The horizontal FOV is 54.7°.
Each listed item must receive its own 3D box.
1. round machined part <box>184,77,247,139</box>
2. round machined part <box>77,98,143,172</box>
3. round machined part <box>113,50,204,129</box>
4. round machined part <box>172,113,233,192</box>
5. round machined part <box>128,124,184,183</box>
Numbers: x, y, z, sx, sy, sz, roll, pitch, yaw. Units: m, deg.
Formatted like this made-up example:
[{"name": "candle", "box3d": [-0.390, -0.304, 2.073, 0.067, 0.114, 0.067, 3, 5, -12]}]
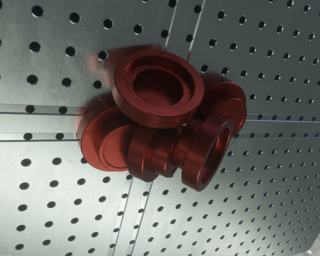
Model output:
[{"name": "round machined part", "box3d": [0.082, -0.019, 0.435, 0.099, 0.042, 0.097, -14, 125, -21]}, {"name": "round machined part", "box3d": [-0.049, 0.015, 0.384, 0.099, 0.042, 0.097, -14, 125, -21]}, {"name": "round machined part", "box3d": [-0.004, -0.039, 0.346, 0.099, 0.098, 0.042, -12, 149, -22]}, {"name": "round machined part", "box3d": [0.050, 0.026, 0.383, 0.098, 0.042, 0.097, -47, 151, -37]}, {"name": "round machined part", "box3d": [0.004, 0.023, 0.388, 0.098, 0.042, 0.097, -52, 153, -39]}]
